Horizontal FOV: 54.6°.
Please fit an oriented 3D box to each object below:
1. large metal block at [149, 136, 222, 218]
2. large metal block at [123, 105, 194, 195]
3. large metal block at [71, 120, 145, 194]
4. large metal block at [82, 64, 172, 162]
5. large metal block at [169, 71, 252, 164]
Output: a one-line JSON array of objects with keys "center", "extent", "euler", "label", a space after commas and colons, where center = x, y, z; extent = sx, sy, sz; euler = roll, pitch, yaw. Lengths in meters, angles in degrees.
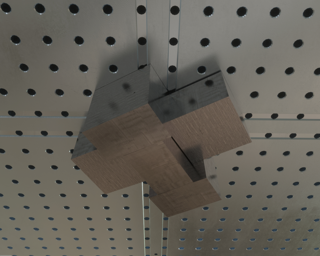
[{"center": [0.033, 0.066, 0.432], "extent": [0.080, 0.080, 0.050], "euler": [-23, 126, 17], "label": "large metal block"}, {"center": [0.000, 0.024, 0.395], "extent": [0.050, 0.080, 0.080], "euler": [-23, 127, 18], "label": "large metal block"}, {"center": [-0.060, 0.038, 0.428], "extent": [0.080, 0.050, 0.080], "euler": [-21, 127, 17], "label": "large metal block"}, {"center": [-0.035, -0.018, 0.359], "extent": [0.080, 0.080, 0.050], "euler": [-22, 126, 18], "label": "large metal block"}, {"center": [0.057, -0.010, 0.386], "extent": [0.080, 0.050, 0.080], "euler": [-23, 129, 18], "label": "large metal block"}]
